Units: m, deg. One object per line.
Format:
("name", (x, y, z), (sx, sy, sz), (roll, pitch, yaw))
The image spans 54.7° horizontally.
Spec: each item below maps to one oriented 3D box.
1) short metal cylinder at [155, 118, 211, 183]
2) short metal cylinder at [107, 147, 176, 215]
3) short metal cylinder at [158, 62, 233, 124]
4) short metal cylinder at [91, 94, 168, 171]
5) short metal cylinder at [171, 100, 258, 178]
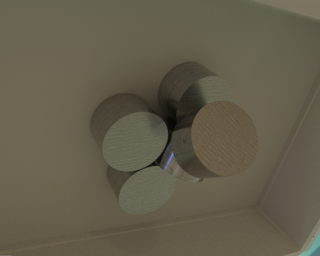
("short metal cylinder", (0.034, 0.027, 0.409), (0.081, 0.080, 0.050), (14, 111, -34))
("short metal cylinder", (-0.026, 0.070, 0.421), (0.081, 0.050, 0.079), (-14, 125, -21))
("short metal cylinder", (0.045, -0.037, 0.394), (0.081, 0.050, 0.079), (-14, 125, -21))
("short metal cylinder", (-0.037, 0.005, 0.374), (0.081, 0.050, 0.079), (-14, 125, -21))
("short metal cylinder", (0.059, 0.015, 0.343), (0.081, 0.050, 0.080), (5, 77, -21))
